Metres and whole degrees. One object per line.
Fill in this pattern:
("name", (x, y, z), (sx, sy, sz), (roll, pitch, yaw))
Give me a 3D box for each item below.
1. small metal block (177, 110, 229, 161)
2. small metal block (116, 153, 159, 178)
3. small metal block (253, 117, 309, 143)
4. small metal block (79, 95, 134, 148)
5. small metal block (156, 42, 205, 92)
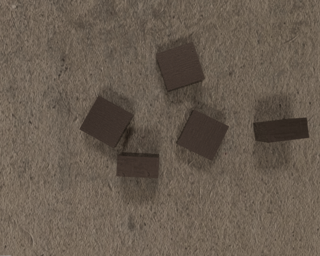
("small metal block", (0.056, 0.009, 0.411), (0.050, 0.025, 0.050), (26, 90, -1))
("small metal block", (-0.027, 0.047, 0.397), (0.050, 0.050, 0.025), (3, 90, -1))
("small metal block", (0.154, 0.002, 0.400), (0.050, 0.050, 0.025), (-7, 90, 0))
("small metal block", (-0.069, -0.008, 0.409), (0.050, 0.025, 0.050), (29, 90, -1))
("small metal block", (0.026, -0.080, 0.410), (0.050, 0.025, 0.050), (-18, 90, -1))
